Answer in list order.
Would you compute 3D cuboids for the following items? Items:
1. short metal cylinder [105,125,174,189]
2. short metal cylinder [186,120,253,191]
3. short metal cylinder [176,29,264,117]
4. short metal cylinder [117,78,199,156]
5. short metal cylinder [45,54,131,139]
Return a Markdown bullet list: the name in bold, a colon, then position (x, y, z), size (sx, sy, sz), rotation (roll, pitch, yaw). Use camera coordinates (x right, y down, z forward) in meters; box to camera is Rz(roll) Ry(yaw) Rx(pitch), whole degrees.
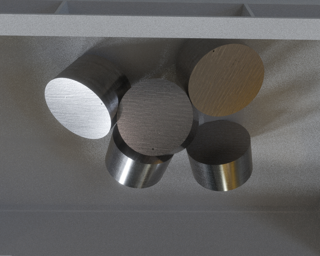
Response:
- **short metal cylinder**: position (-0.025, 0.030, 0.396), size (0.081, 0.080, 0.050), rotation (13, 133, -11)
- **short metal cylinder**: position (0.078, 0.035, 0.403), size (0.080, 0.080, 0.050), rotation (-11, 129, 9)
- **short metal cylinder**: position (0.062, -0.059, 0.332), size (0.081, 0.050, 0.079), rotation (-7, 124, -10)
- **short metal cylinder**: position (0.000, -0.010, 0.340), size (0.080, 0.080, 0.050), rotation (-15, 172, 12)
- **short metal cylinder**: position (-0.078, -0.034, 0.345), size (0.080, 0.050, 0.079), rotation (15, 135, 16)
